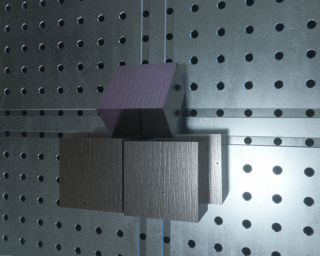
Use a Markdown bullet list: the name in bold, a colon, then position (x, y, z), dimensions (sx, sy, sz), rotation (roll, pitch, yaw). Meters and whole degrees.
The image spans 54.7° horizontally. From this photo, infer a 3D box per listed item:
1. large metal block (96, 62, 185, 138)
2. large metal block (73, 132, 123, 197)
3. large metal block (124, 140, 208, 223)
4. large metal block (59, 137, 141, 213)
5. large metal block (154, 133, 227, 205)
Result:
- **large metal block**: position (-0.020, -0.035, 0.384), dimensions (0.080, 0.050, 0.080), rotation (1, 48, 19)
- **large metal block**: position (-0.071, 0.047, 0.424), dimensions (0.080, 0.050, 0.079), rotation (2, 91, 19)
- **large metal block**: position (0.008, 0.053, 0.341), dimensions (0.080, 0.050, 0.079), rotation (0, 90, 19)
- **large metal block**: position (-0.069, 0.051, 0.366), dimensions (0.080, 0.050, 0.079), rotation (0, 90, 19)
- **large metal block**: position (0.040, 0.047, 0.384), dimensions (0.080, 0.050, 0.079), rotation (-1, 90, 19)
